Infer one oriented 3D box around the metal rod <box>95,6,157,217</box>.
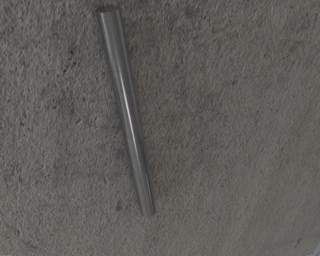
[{"bbox_3d":[-0.034,0.005,0.390,0.025,0.025,0.298,-20,126,-17],"label":"metal rod"}]
